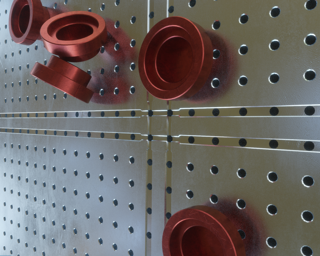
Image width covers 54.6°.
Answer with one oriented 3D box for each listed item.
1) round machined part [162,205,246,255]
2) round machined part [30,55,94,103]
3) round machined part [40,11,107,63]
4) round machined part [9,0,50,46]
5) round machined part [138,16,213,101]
[{"bbox_3d":[0.053,0.138,0.355,0.098,0.042,0.097,0,90,40],"label":"round machined part"},{"bbox_3d":[-0.148,-0.080,0.490,0.098,0.098,0.042,26,88,37],"label":"round machined part"},{"bbox_3d":[-0.131,-0.139,0.484,0.098,0.099,0.042,42,151,32],"label":"round machined part"},{"bbox_3d":[-0.255,-0.212,0.611,0.098,0.042,0.097,0,90,40],"label":"round machined part"},{"bbox_3d":[0.023,-0.082,0.380,0.098,0.042,0.097,0,90,40],"label":"round machined part"}]
